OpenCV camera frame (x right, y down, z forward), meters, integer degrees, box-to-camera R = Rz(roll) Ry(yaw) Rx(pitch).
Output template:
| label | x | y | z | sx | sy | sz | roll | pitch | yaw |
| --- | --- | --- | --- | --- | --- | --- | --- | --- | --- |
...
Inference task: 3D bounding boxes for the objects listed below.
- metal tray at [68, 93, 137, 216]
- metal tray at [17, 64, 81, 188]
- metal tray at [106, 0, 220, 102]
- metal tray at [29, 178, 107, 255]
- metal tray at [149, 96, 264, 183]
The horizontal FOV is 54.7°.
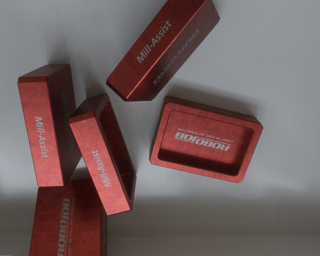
| label | x | y | z | sx | sy | sz | roll | pitch | yaw |
| --- | --- | --- | --- | --- | --- | --- | --- | --- | --- |
| metal tray | -0.065 | 0.030 | 0.386 | 0.030 | 0.090 | 0.129 | -15 | 110 | 5 |
| metal tray | -0.126 | -0.005 | 0.372 | 0.030 | 0.090 | 0.129 | -2 | 110 | 0 |
| metal tray | 0.007 | -0.087 | 0.342 | 0.030 | 0.090 | 0.130 | 44 | 105 | 9 |
| metal tray | -0.117 | 0.134 | 0.407 | 0.091 | 0.130 | 0.030 | -8 | 145 | 2 |
| metal tray | 0.059 | 0.016 | 0.415 | 0.131 | 0.030 | 0.089 | 13 | 110 | -6 |
